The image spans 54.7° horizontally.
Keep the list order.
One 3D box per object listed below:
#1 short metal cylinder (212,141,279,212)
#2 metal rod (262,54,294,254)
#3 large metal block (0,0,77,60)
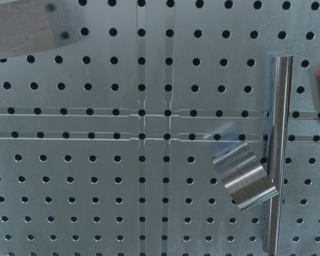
[{"bbox_3d":[0.112,0.063,0.409,0.050,0.080,0.080,-32,107,11],"label":"short metal cylinder"},{"bbox_3d":[0.162,0.050,0.434,0.025,0.025,0.298,-4,110,1],"label":"metal rod"},{"bbox_3d":[-0.148,-0.109,0.342,0.080,0.080,0.050,-10,110,3],"label":"large metal block"}]
